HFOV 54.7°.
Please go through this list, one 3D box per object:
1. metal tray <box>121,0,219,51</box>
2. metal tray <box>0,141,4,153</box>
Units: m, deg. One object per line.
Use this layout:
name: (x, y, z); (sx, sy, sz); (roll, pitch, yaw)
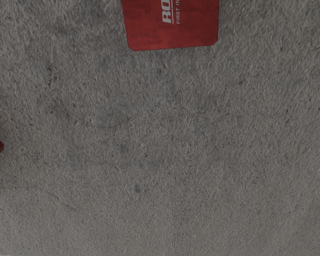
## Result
metal tray: (0.008, -0.139, 0.285); (0.091, 0.030, 0.129); (-4, 130, 3)
metal tray: (-0.285, 0.033, 0.402); (0.130, 0.030, 0.090); (-33, 112, 13)
